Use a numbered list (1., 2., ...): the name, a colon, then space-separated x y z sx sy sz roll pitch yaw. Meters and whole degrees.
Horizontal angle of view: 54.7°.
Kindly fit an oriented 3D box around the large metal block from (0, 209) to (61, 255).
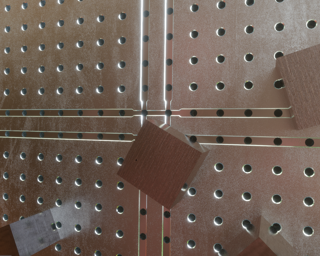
1. large metal block: -0.211 0.165 0.456 0.080 0.080 0.050 -24 82 18

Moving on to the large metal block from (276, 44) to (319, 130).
1. large metal block: 0.179 -0.047 0.336 0.080 0.050 0.080 -17 85 19

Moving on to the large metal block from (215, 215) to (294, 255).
1. large metal block: 0.102 0.153 0.347 0.050 0.080 0.080 47 104 14

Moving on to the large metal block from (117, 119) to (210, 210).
1. large metal block: 0.005 0.043 0.397 0.080 0.050 0.080 31 100 17
